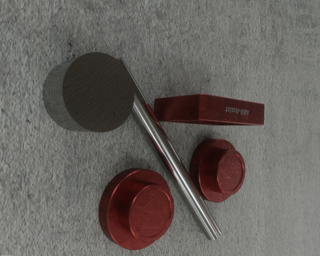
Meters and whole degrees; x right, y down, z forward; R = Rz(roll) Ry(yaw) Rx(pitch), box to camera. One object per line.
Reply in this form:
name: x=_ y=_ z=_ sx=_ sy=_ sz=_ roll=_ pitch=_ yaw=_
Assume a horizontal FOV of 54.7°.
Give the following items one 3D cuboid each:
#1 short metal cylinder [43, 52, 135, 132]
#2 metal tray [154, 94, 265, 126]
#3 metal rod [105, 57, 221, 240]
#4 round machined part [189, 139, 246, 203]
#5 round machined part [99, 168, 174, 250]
short metal cylinder: x=-0.075 y=-0.035 z=0.327 sx=0.081 sy=0.050 sz=0.079 roll=0 pitch=90 yaw=-40
metal tray: x=0.068 y=-0.021 z=0.421 sx=0.131 sy=0.090 sz=0.030 roll=3 pitch=88 yaw=-40
metal rod: x=0.014 y=0.043 z=0.418 sx=0.025 sy=0.025 sz=0.299 roll=-45 pitch=117 yaw=-31
round machined part: x=0.094 y=0.066 z=0.476 sx=0.099 sy=0.042 sz=0.097 roll=0 pitch=90 yaw=-40
round machined part: x=-0.021 y=0.099 z=0.378 sx=0.099 sy=0.042 sz=0.097 roll=0 pitch=90 yaw=-40
